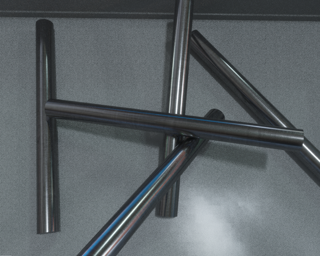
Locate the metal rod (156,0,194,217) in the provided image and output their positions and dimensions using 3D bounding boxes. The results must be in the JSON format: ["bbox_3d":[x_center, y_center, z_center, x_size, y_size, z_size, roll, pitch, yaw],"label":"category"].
[{"bbox_3d":[0.021,-0.042,0.394,0.025,0.025,0.299,5,82,2],"label":"metal rod"}]

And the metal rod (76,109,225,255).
[{"bbox_3d":[-0.005,0.061,0.316,0.025,0.025,0.302,36,47,12],"label":"metal rod"}]

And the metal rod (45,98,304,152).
[{"bbox_3d":[0.005,-0.006,0.364,0.301,0.025,0.025,8,70,13],"label":"metal rod"}]

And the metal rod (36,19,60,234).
[{"bbox_3d":[-0.152,-0.016,0.414,0.025,0.025,0.299,-8,70,-3],"label":"metal rod"}]

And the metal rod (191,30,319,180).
[{"bbox_3d":[0.140,-0.026,0.419,0.025,0.025,0.300,-37,74,-12],"label":"metal rod"}]
